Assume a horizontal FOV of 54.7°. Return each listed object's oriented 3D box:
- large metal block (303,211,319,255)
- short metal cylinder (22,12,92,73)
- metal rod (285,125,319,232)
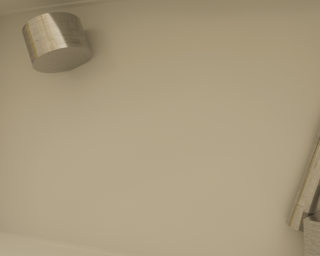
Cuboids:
[{"bbox_3d":[0.197,0.134,0.311,0.080,0.050,0.079,-2,89,48],"label":"large metal block"},{"bbox_3d":[-0.142,-0.116,0.430,0.080,0.080,0.050,-21,83,18],"label":"short metal cylinder"},{"bbox_3d":[0.199,-0.029,0.340,0.025,0.025,0.298,19,96,18],"label":"metal rod"}]
